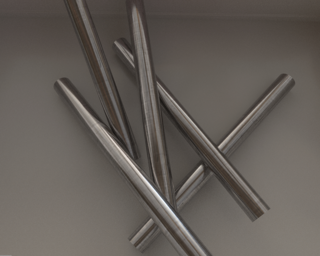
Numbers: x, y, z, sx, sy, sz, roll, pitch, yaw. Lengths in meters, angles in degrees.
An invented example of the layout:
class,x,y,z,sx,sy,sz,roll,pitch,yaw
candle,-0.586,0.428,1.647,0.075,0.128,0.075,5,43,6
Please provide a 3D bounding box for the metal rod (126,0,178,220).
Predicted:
class,x,y,z,sx,sy,sz,roll,pitch,yaw
metal rod,-0.013,-0.033,0.386,0.025,0.025,0.299,-8,73,-3

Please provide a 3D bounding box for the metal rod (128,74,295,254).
class,x,y,z,sx,sy,sz,roll,pitch,yaw
metal rod,0.075,0.035,0.397,0.025,0.025,0.301,42,75,13

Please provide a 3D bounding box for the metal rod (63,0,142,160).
class,x,y,z,sx,sy,sz,roll,pitch,yaw
metal rod,-0.084,-0.100,0.377,0.025,0.025,0.298,-20,98,-7

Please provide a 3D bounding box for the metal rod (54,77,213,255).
class,x,y,z,sx,sy,sz,roll,pitch,yaw
metal rod,-0.046,0.036,0.359,0.025,0.025,0.300,-36,61,-12

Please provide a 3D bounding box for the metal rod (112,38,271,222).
class,x,y,z,sx,sy,sz,roll,pitch,yaw
metal rod,0.026,-0.013,0.395,0.025,0.025,0.300,-33,67,-12
